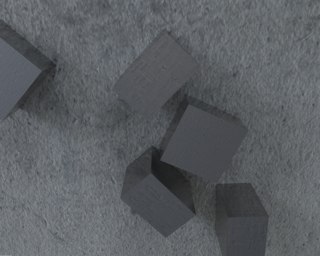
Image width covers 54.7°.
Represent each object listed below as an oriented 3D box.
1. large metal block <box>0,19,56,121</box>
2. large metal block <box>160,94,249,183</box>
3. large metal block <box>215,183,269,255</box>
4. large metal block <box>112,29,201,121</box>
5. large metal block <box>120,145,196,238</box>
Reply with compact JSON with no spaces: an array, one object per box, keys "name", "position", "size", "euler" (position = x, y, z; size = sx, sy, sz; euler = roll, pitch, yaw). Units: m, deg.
[{"name":"large metal block","position":[-0.188,-0.070,0.368],"size":[0.080,0.050,0.080],"euler":[40,105,-14]},{"name":"large metal block","position":[0.053,0.013,0.402],"size":[0.080,0.050,0.079],"euler":[23,108,-9]},{"name":"large metal block","position":[0.110,0.132,0.431],"size":[0.050,0.080,0.079],"euler":[-2,110,0]},{"name":"large metal block","position":[-0.004,-0.065,0.356],"size":[0.050,0.080,0.080],"euler":[42,105,-14]},{"name":"large metal block","position":[-0.002,0.081,0.410],"size":[0.050,0.080,0.080],"euler":[-41,106,13]}]
